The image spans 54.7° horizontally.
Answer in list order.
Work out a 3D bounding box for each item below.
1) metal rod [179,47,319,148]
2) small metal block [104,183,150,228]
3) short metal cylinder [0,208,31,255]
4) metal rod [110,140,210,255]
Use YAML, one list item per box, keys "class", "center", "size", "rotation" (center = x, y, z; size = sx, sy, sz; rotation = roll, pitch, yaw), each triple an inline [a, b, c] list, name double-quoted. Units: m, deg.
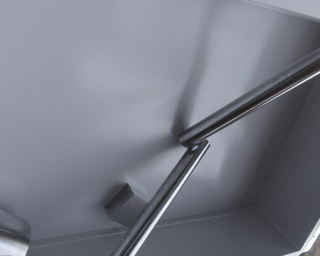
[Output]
- class: "metal rod"
  center: [0.140, -0.051, 0.362]
  size: [0.025, 0.025, 0.299]
  rotation: [26, 134, -38]
- class: "small metal block"
  center: [-0.044, 0.117, 0.459]
  size: [0.050, 0.025, 0.050]
  rotation: [-46, 130, 3]
- class: "short metal cylinder"
  center: [-0.195, 0.131, 0.348]
  size: [0.080, 0.080, 0.050]
  rotation: [-42, 130, 1]
- class: "metal rod"
  center: [-0.021, 0.125, 0.395]
  size: [0.301, 0.025, 0.025]
  rotation: [-51, 134, -26]
